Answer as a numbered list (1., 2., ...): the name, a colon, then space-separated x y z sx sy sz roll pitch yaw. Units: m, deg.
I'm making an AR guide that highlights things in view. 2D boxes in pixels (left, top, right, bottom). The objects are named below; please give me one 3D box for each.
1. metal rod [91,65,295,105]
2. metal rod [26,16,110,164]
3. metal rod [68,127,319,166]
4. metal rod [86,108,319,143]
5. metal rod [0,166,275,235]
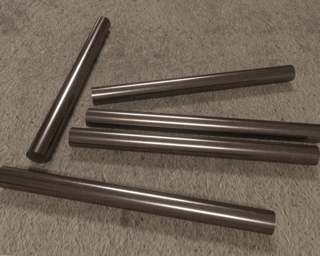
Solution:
1. metal rod: 0.053 -0.065 0.458 0.302 0.025 0.025 -8 51 -7
2. metal rod: -0.125 -0.078 0.466 0.025 0.025 0.300 7 50 5
3. metal rod: 0.039 0.022 0.384 0.302 0.025 0.025 4 50 3
4. metal rod: 0.055 -0.004 0.406 0.302 0.025 0.025 4 50 3
5. metal rod: -0.032 0.077 0.337 0.302 0.025 0.025 8 51 6
